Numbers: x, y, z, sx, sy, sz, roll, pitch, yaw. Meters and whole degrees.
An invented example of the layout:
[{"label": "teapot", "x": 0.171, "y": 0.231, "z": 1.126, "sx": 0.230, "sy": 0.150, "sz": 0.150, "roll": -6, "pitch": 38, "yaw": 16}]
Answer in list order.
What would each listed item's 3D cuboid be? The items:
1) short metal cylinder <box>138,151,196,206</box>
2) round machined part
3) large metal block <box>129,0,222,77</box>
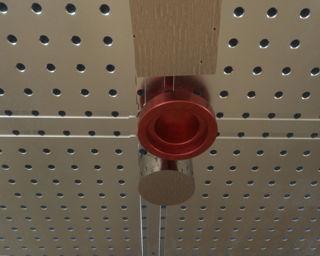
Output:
[{"label": "short metal cylinder", "x": 0.010, "y": 0.070, "z": 0.455, "sx": 0.081, "sy": 0.050, "sz": 0.079, "roll": 0, "pitch": 130, "yaw": 0}, {"label": "round machined part", "x": 0.021, "y": -0.007, "z": 0.395, "sx": 0.099, "sy": 0.042, "sz": 0.097, "roll": -1, "pitch": 130, "yaw": 0}, {"label": "large metal block", "x": 0.015, "y": -0.100, "z": 0.311, "sx": 0.081, "sy": 0.050, "sz": 0.079, "roll": -2, "pitch": 130, "yaw": 1}]
